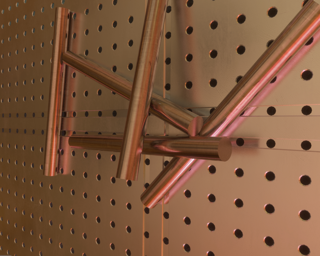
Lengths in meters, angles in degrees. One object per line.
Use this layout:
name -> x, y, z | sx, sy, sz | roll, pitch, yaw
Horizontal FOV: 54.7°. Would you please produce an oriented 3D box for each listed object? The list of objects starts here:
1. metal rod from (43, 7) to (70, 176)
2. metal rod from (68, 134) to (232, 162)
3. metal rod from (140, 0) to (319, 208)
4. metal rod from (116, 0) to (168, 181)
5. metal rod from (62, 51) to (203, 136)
metal rod -> -0.187, -0.062, 0.560 | 0.025, 0.025, 0.298 | 10, 96, 39
metal rod -> -0.039, 0.022, 0.418 | 0.300, 0.025, 0.025 | 0, 90, 46
metal rod -> 0.066, -0.006, 0.353 | 0.298, 0.025, 0.025 | -52, 60, 27
metal rod -> -0.014, -0.087, 0.378 | 0.025, 0.025, 0.299 | 2, 79, 39
metal rod -> -0.059, -0.062, 0.440 | 0.300, 0.025, 0.025 | 31, 109, 40
